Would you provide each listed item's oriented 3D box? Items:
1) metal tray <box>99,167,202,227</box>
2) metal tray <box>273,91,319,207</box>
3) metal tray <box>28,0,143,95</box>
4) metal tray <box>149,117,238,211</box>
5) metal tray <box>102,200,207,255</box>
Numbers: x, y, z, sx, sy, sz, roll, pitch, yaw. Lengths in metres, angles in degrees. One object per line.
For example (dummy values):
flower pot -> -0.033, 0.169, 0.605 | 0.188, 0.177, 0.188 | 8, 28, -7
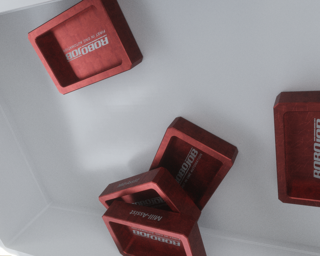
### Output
metal tray -> -0.018, 0.111, 0.443 | 0.130, 0.030, 0.090 | -25, 109, 42
metal tray -> 0.173, 0.026, 0.329 | 0.090, 0.030, 0.129 | 1, 119, 27
metal tray -> -0.096, -0.102, 0.390 | 0.130, 0.030, 0.090 | -13, 112, 33
metal tray -> 0.036, 0.058, 0.421 | 0.090, 0.030, 0.129 | 29, 128, 9
metal tray -> -0.008, 0.150, 0.424 | 0.130, 0.030, 0.089 | 3, 125, 30
